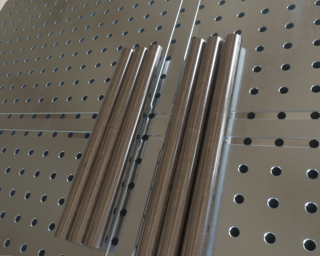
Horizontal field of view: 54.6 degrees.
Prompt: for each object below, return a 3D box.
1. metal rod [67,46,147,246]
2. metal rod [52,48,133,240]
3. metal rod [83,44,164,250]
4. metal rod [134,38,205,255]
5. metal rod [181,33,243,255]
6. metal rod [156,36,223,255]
[{"bbox_3d":[-0.064,0.008,0.437,0.025,0.025,0.300,1,62,29],"label":"metal rod"},{"bbox_3d":[-0.087,0.007,0.450,0.025,0.025,0.300,1,62,29],"label":"metal rod"},{"bbox_3d":[-0.042,0.008,0.426,0.025,0.025,0.300,1,62,29],"label":"metal rod"},{"bbox_3d":[0.021,0.008,0.393,0.025,0.025,0.300,1,62,29],"label":"metal rod"},{"bbox_3d":[0.066,0.009,0.368,0.025,0.025,0.300,1,62,29],"label":"metal rod"},{"bbox_3d":[0.042,0.009,0.381,0.025,0.025,0.300,1,62,29],"label":"metal rod"}]
